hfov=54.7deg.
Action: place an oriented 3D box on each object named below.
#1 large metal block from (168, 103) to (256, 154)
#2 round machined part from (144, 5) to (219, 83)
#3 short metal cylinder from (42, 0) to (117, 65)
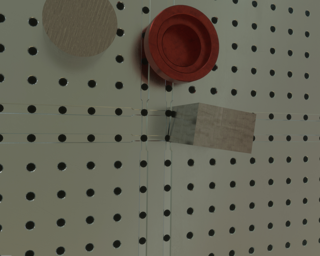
[{"bbox_3d":[0.065,0.001,0.407,0.081,0.080,0.050,9,87,-20],"label":"large metal block"},{"bbox_3d":[0.025,-0.108,0.413,0.099,0.042,0.097,0,90,-20],"label":"round machined part"},{"bbox_3d":[-0.095,-0.118,0.364,0.081,0.050,0.080,0,90,-20],"label":"short metal cylinder"}]
